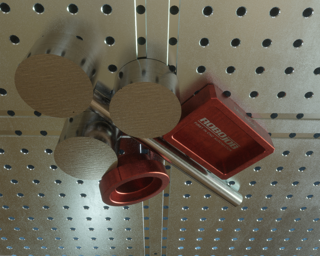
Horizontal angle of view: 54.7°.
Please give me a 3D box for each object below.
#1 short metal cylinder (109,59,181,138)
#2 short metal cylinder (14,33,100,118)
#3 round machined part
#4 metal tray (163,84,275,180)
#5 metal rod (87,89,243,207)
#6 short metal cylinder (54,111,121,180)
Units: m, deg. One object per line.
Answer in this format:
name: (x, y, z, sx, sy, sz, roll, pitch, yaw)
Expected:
short metal cylinder: (-0.016, -0.034, 0.365, 0.081, 0.050, 0.079, 0, 130, 0)
short metal cylinder: (-0.111, -0.058, 0.345, 0.081, 0.050, 0.079, 0, 130, 0)
round machined part: (-0.039, 0.071, 0.447, 0.099, 0.042, 0.098, -15, 147, -10)
metal tray: (0.079, 0.011, 0.417, 0.130, 0.030, 0.090, 36, 122, -27)
metal rod: (0.019, 0.040, 0.446, 0.301, 0.025, 0.025, 36, 121, -27)
short metal cylinder: (-0.094, 0.024, 0.415, 0.081, 0.050, 0.079, 0, 130, 0)
